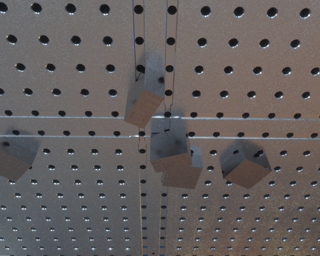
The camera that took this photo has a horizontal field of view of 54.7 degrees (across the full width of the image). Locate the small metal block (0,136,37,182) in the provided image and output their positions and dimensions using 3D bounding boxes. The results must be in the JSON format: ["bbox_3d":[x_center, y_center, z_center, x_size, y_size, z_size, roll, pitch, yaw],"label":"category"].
[{"bbox_3d":[-0.217,0.046,0.448,0.050,0.025,0.050,35,122,-26],"label":"small metal block"}]

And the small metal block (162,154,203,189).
[{"bbox_3d":[0.033,0.065,0.467,0.050,0.025,0.050,7,130,-7],"label":"small metal block"}]

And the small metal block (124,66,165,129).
[{"bbox_3d":[-0.018,-0.036,0.364,0.025,0.050,0.050,23,126,-19],"label":"small metal block"}]

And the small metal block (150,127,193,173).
[{"bbox_3d":[0.015,0.029,0.421,0.050,0.050,0.025,-13,129,10],"label":"small metal block"}]

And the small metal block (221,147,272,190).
[{"bbox_3d":[0.129,0.061,0.466,0.050,0.025,0.050,25,126,-20],"label":"small metal block"}]
